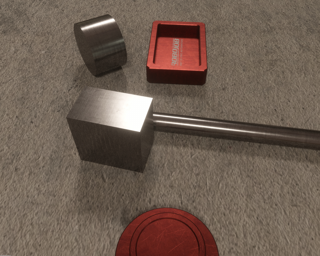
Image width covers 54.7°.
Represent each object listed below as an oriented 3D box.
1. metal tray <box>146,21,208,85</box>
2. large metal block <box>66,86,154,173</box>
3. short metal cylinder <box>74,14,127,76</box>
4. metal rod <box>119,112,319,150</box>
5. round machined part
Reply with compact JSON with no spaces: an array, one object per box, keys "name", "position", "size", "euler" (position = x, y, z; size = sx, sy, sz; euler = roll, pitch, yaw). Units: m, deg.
[{"name":"metal tray","position":[0.029,-0.126,0.505],"size":[0.091,0.030,0.130],"euler":[3,50,2]},{"name":"large metal block","position":[-0.053,0.003,0.364],"size":[0.080,0.080,0.050],"euler":[11,51,8]},{"name":"short metal cylinder","position":[-0.091,-0.126,0.473],"size":[0.050,0.080,0.080],"euler":[-24,55,-19]},{"name":"metal rod","position":[0.058,-0.001,0.404],"size":[0.302,0.025,0.025],"euler":[7,50,5]},{"name":"round machined part","position":[0.007,0.120,0.291],"size":[0.099,0.042,0.098],"euler":[0,50,0]}]
